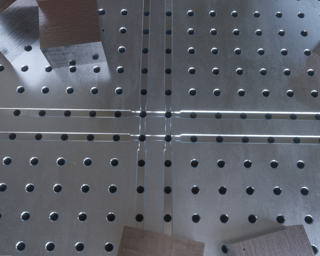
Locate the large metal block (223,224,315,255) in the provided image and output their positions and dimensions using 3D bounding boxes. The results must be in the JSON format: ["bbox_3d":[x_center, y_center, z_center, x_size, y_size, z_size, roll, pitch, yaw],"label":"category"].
[{"bbox_3d":[0.126,0.158,0.342,0.081,0.050,0.080,-14,71,-5],"label":"large metal block"}]

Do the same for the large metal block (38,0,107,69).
[{"bbox_3d":[-0.125,-0.138,0.448,0.081,0.050,0.080,-8,70,-4],"label":"large metal block"}]

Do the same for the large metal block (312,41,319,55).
[{"bbox_3d":[0.279,-0.125,0.432,0.080,0.080,0.050,37,74,12],"label":"large metal block"}]

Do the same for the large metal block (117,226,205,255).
[{"bbox_3d":[-0.001,0.140,0.331,0.080,0.080,0.050,11,71,4],"label":"large metal block"}]

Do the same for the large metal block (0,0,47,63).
[{"bbox_3d":[-0.215,-0.153,0.436,0.050,0.080,0.080,38,74,12],"label":"large metal block"}]
